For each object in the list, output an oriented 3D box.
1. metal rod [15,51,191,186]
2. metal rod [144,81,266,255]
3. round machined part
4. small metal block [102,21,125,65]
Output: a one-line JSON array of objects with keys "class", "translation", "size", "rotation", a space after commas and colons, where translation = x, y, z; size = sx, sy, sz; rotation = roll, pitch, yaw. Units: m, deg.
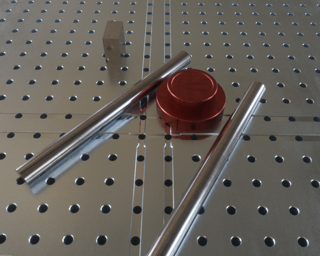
[{"class": "metal rod", "translation": [-0.059, -0.029, 0.430], "size": [0.025, 0.025, 0.302], "rotation": [34, 58, 25]}, {"class": "metal rod", "translation": [0.067, 0.040, 0.375], "size": [0.025, 0.025, 0.301], "rotation": [25, 54, 19]}, {"class": "round machined part", "translation": [0.044, -0.046, 0.436], "size": [0.099, 0.042, 0.098], "rotation": [0, 50, 0]}, {"class": "small metal block", "translation": [-0.074, -0.139, 0.508], "size": [0.025, 0.050, 0.050], "rotation": [3, 50, 2]}]
